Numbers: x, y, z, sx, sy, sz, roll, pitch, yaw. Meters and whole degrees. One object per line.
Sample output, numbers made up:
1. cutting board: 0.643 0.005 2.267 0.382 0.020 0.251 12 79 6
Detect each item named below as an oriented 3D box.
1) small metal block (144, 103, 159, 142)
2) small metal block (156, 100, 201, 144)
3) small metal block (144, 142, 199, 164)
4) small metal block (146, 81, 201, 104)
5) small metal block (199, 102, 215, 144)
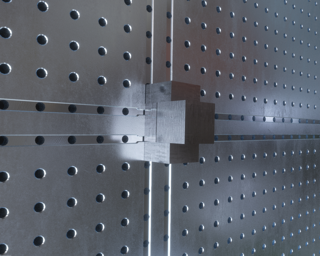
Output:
1. small metal block: 0.007 -0.006 0.414 0.050 0.025 0.050 2 89 -38
2. small metal block: 0.022 -0.007 0.377 0.025 0.050 0.050 2 89 -40
3. small metal block: 0.015 0.031 0.404 0.050 0.050 0.025 2 89 -40
4. small metal block: 0.017 -0.044 0.405 0.050 0.050 0.025 2 89 -40
5. small metal block: 0.042 -0.006 0.394 0.025 0.050 0.050 2 89 -39
